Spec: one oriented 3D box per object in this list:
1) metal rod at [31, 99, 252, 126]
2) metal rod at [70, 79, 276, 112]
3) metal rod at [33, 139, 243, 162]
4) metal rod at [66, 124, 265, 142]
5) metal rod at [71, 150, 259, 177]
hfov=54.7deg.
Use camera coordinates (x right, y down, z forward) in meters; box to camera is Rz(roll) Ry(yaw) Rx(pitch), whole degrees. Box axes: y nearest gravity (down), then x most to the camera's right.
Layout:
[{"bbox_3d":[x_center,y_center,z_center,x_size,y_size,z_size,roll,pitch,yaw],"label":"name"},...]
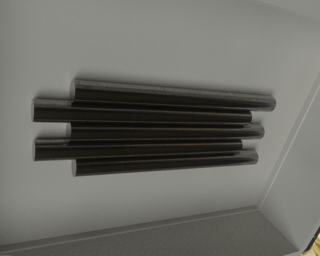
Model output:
[{"bbox_3d":[-0.001,-0.017,0.397,0.303,0.025,0.025,1,118,-29],"label":"metal rod"},{"bbox_3d":[0.038,-0.038,0.406,0.303,0.025,0.025,1,118,-29],"label":"metal rod"},{"bbox_3d":[-0.009,0.026,0.420,0.303,0.025,0.025,1,118,-29],"label":"metal rod"},{"bbox_3d":[0.028,0.005,0.427,0.303,0.025,0.025,1,118,-29],"label":"metal rod"},{"bbox_3d":[0.026,0.049,0.453,0.303,0.025,0.025,1,118,-29],"label":"metal rod"}]
